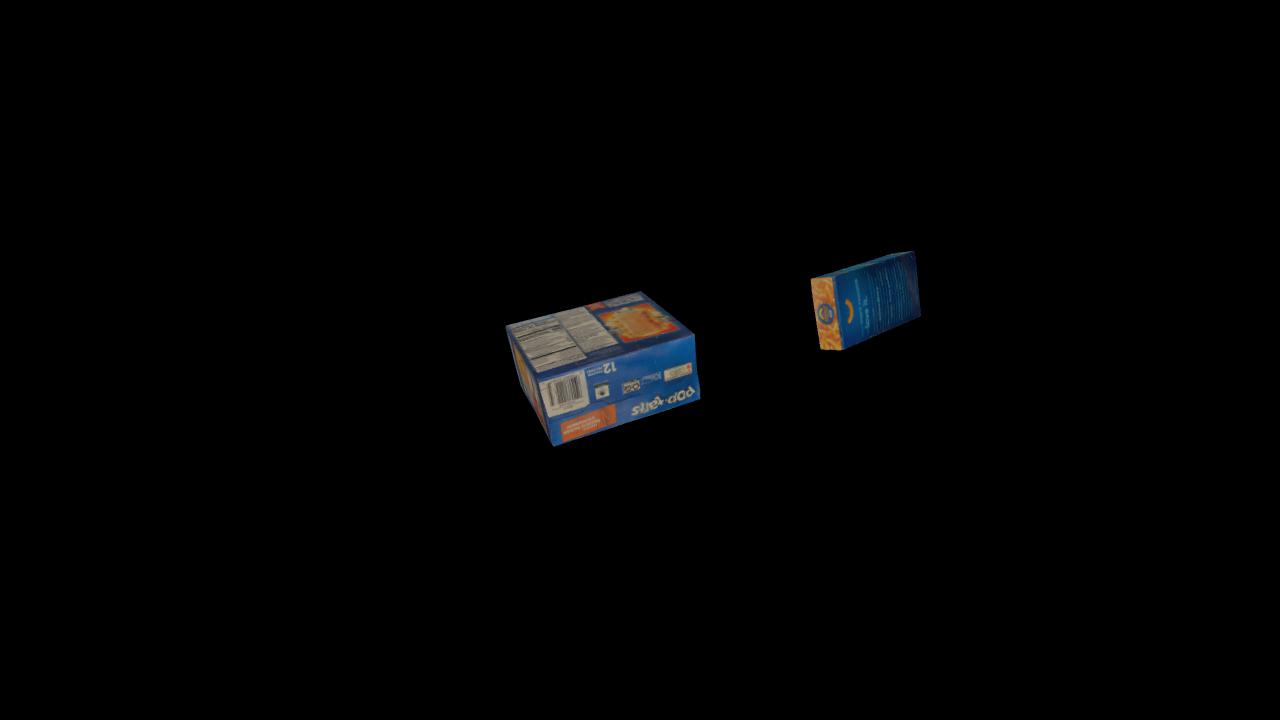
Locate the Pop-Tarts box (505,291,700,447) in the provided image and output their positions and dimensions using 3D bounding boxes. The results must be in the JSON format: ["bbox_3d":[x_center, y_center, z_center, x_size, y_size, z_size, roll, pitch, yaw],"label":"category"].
[{"bbox_3d":[-0.042,0.002,0.665,0.167,0.083,0.141,-16,31,-18],"label":"Pop-Tarts box"}]

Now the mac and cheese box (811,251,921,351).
[{"bbox_3d":[0.296,-0.079,0.794,0.184,0.093,0.041,-18,14,-35],"label":"mac and cheese box"}]
